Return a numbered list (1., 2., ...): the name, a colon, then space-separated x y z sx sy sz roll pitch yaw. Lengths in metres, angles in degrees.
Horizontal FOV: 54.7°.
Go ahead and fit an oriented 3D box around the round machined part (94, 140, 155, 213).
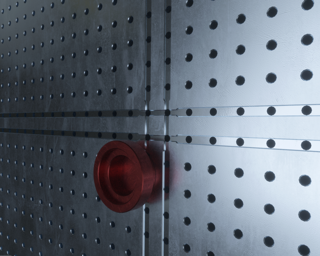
1. round machined part: -0.045 0.065 0.434 0.098 0.042 0.097 0 90 39
